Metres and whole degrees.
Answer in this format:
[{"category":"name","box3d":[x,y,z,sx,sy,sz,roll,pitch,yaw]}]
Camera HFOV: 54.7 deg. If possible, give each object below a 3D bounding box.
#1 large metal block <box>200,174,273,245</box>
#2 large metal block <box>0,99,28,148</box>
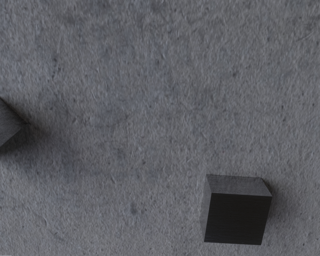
[{"category":"large metal block","box3d":[0.104,0.115,0.441,0.081,0.050,0.079,4,110,-2]},{"category":"large metal block","box3d":[-0.226,0.014,0.382,0.080,0.080,0.050,-38,106,12]}]
